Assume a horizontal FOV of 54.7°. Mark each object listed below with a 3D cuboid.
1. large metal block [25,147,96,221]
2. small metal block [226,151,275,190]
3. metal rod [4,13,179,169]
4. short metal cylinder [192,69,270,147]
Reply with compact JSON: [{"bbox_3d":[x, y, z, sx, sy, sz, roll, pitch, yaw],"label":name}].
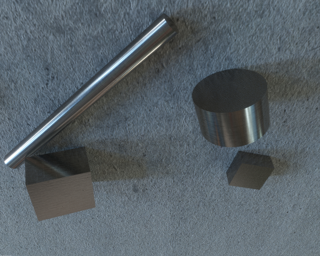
[{"bbox_3d":[-0.140,0.079,0.441,0.081,0.050,0.079,-11,132,-16],"label":"large metal block"},{"bbox_3d":[0.134,0.064,0.464,0.050,0.025,0.050,10,130,-9],"label":"small metal block"},{"bbox_3d":[-0.100,-0.030,0.380,0.299,0.025,0.025,-35,122,25],"label":"metal rod"},{"bbox_3d":[0.081,-0.024,0.352,0.080,0.080,0.050,-12,129,10],"label":"short metal cylinder"}]
